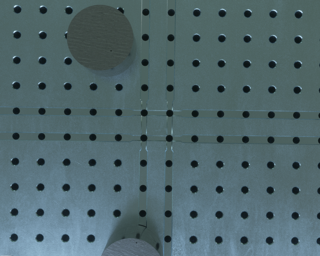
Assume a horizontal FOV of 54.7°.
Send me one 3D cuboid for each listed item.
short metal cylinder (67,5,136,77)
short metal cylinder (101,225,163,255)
[{"bbox_3d":[-0.072,-0.110,0.400,0.081,0.050,0.079,0,90,0],"label":"short metal cylinder"},{"bbox_3d":[-0.036,0.173,0.401,0.081,0.050,0.079,0,90,0],"label":"short metal cylinder"}]
